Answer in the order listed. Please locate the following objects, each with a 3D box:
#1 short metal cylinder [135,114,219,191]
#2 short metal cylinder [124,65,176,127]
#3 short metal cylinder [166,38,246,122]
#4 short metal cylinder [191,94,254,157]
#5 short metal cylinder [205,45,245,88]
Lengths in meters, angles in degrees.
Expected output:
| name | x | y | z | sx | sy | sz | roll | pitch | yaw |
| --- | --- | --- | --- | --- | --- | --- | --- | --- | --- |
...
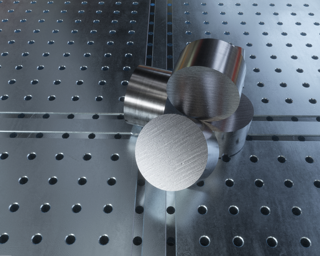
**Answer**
| name | x | y | z | sx | sy | sz | roll | pitch | yaw |
| --- | --- | --- | --- | --- | --- | --- | --- | --- | --- |
| short metal cylinder | 0.020 | 0.026 | 0.342 | 0.080 | 0.050 | 0.080 | -1 | 87 | 23 |
| short metal cylinder | -0.008 | -0.038 | 0.403 | 0.050 | 0.080 | 0.080 | 15 | 52 | 12 |
| short metal cylinder | 0.053 | -0.053 | 0.350 | 0.080 | 0.080 | 0.050 | 14 | 51 | 11 |
| short metal cylinder | 0.074 | -0.009 | 0.398 | 0.081 | 0.050 | 0.080 | 0 | 49 | 0 |
| short metal cylinder | 0.076 | -0.081 | 0.431 | 0.080 | 0.080 | 0.050 | 2 | 90 | 1 |
